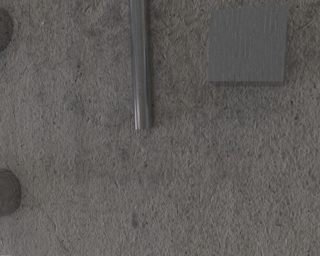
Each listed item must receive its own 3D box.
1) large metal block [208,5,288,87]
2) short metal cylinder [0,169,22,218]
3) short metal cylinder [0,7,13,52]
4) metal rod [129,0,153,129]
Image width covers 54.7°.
[{"bbox_3d":[0.102,-0.091,0.360,0.080,0.050,0.079,3,91,20],"label":"large metal block"},{"bbox_3d":[-0.271,0.107,0.491,0.080,0.050,0.080,0,90,20],"label":"short metal cylinder"},{"bbox_3d":[-0.287,-0.164,0.497,0.080,0.050,0.080,0,90,20],"label":"short metal cylinder"},{"bbox_3d":[-0.028,-0.148,0.418,0.025,0.025,0.298,-3,89,20],"label":"metal rod"}]
